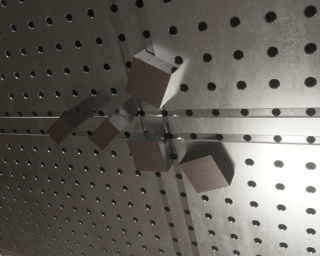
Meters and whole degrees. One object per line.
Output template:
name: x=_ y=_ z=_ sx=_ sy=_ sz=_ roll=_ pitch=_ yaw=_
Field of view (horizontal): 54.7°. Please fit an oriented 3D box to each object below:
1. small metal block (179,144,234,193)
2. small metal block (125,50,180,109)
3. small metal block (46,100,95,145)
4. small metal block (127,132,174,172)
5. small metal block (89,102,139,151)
small metal block: x=0.062 y=0.055 z=0.412 sx=0.050 sy=0.025 sz=0.050 roll=-23 pitch=107 yaw=36
small metal block: x=-0.011 y=-0.059 z=0.379 sx=0.050 sy=0.025 sz=0.050 roll=28 pitch=128 yaw=10
small metal block: x=-0.132 y=-0.008 z=0.457 sx=0.025 sy=0.050 sz=0.050 roll=49 pitch=128 yaw=-6
small metal block: x=-0.013 y=0.034 z=0.437 sx=0.050 sy=0.025 sz=0.050 roll=-1 pitch=118 yaw=28
small metal block: x=-0.063 y=-0.003 z=0.425 sx=0.025 sy=0.050 sz=0.050 roll=45 pitch=129 yaw=-4
